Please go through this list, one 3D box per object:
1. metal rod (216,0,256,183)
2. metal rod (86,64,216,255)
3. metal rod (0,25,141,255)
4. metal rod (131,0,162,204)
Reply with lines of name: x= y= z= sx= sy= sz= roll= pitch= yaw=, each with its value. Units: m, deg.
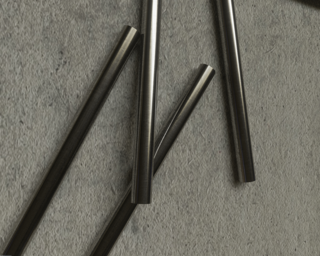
metal rod: x=0.108 y=-0.071 z=0.448 sx=0.025 sy=0.025 sz=0.298 roll=-9 pitch=93 yaw=-20
metal rod: x=-0.009 y=0.044 z=0.405 sx=0.025 sy=0.025 sz=0.300 roll=34 pitch=79 yaw=-17
metal rod: x=-0.101 y=0.009 z=0.371 sx=0.025 sy=0.025 sz=0.299 roll=29 pitch=80 yaw=-18
metal rod: x=-0.015 y=-0.059 z=0.388 sx=0.025 sy=0.025 sz=0.298 roll=5 pitch=83 yaw=-20
